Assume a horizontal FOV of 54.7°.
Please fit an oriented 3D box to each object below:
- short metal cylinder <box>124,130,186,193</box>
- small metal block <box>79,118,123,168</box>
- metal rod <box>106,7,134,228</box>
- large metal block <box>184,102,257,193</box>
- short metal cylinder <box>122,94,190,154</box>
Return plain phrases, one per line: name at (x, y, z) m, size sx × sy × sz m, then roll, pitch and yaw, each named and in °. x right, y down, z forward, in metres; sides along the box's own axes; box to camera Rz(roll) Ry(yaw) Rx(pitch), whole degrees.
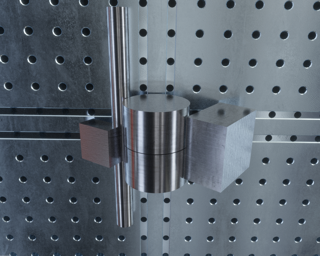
short metal cylinder at (-0.005, 0.040, 0.394) m, size 0.081 × 0.080 × 0.050 m, roll 1°, pitch 110°, yaw -1°
small metal block at (-0.077, 0.019, 0.403) m, size 0.050 × 0.025 × 0.050 m, roll 13°, pitch 113°, yaw 32°
metal rod at (-0.050, 0.000, 0.408) m, size 0.025 × 0.025 × 0.298 m, roll 0°, pitch 110°, yaw 0°
large metal block at (0.074, 0.020, 0.380) m, size 0.050 × 0.081 × 0.079 m, roll 16°, pitch 115°, yaw 35°
short metal cylinder at (-0.005, -0.007, 0.377) m, size 0.081 × 0.080 × 0.050 m, roll 1°, pitch 110°, yaw -1°
